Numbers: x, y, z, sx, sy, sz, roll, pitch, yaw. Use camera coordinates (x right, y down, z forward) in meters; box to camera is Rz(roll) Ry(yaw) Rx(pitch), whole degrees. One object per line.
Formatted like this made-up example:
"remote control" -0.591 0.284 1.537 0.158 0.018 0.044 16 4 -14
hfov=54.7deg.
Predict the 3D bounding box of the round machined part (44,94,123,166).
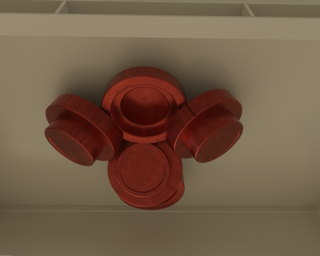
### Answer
"round machined part" -0.098 0.009 0.374 0.098 0.042 0.097 22 146 16

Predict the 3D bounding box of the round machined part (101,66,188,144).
"round machined part" -0.018 -0.031 0.368 0.099 0.042 0.097 0 130 0

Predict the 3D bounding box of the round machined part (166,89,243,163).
"round machined part" 0.059 0.004 0.370 0.099 0.042 0.097 -25 146 -18

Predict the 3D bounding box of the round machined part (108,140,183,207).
"round machined part" -0.020 0.053 0.403 0.099 0.097 0.042 -5 174 4

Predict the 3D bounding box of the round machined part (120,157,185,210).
"round machined part" -0.014 0.076 0.459 0.099 0.042 0.097 0 130 0
